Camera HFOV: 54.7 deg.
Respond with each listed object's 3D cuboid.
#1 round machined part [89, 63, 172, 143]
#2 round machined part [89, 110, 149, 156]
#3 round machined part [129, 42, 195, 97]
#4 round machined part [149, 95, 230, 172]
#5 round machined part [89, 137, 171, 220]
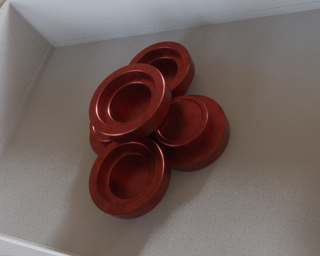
[{"bbox_3d":[-0.031,-0.025,0.369,0.098,0.042,0.098,-13,56,20],"label":"round machined part"},{"bbox_3d":[-0.056,-0.003,0.422,0.098,0.042,0.098,-13,56,20],"label":"round machined part"},{"bbox_3d":[0.002,-0.069,0.432,0.098,0.042,0.098,-13,56,20],"label":"round machined part"},{"bbox_3d":[0.031,0.000,0.375,0.098,0.042,0.098,-13,56,20],"label":"round machined part"},{"bbox_3d":[-0.032,0.060,0.371,0.098,0.042,0.098,-13,56,20],"label":"round machined part"}]
